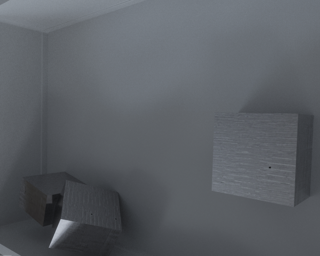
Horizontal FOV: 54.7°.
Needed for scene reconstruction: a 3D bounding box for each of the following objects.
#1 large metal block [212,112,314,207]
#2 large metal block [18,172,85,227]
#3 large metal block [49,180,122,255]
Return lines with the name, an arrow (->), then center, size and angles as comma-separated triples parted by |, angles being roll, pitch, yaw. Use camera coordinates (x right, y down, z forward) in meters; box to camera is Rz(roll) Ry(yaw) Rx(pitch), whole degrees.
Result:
large metal block -> 0.101, 0.026, 0.307 | 0.080, 0.050, 0.079 | 3, 92, 40
large metal block -> -0.175, 0.114, 0.516 | 0.080, 0.081, 0.050 | 18, 102, 38
large metal block -> -0.103, 0.126, 0.437 | 0.050, 0.081, 0.080 | -64, 22, 20
